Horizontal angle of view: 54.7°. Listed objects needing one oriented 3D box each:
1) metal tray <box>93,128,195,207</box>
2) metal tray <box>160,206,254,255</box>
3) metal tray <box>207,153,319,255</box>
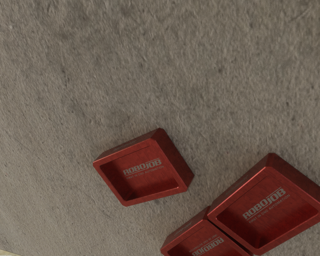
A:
[{"bbox_3d":[-0.027,0.062,0.454,0.130,0.030,0.090,-24,106,36],"label":"metal tray"},{"bbox_3d":[0.070,0.185,0.479,0.090,0.030,0.129,40,129,0],"label":"metal tray"},{"bbox_3d":[0.133,0.102,0.395,0.090,0.030,0.129,37,129,2],"label":"metal tray"}]
